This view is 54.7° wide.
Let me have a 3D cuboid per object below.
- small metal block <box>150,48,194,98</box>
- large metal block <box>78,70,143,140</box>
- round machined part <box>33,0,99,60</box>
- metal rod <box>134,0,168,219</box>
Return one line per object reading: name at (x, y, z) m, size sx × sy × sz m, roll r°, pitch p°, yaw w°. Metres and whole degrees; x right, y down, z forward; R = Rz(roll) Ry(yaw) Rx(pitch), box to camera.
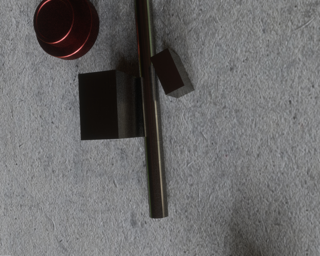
small metal block at (0.017, -0.067, 0.389) m, size 0.025 × 0.050 × 0.050 m, roll -25°, pitch 82°, yaw 18°
large metal block at (-0.059, -0.026, 0.399) m, size 0.050 × 0.080 × 0.079 m, roll -3°, pitch 89°, yaw 20°
round machined part at (-0.142, -0.151, 0.448) m, size 0.098 × 0.042 × 0.097 m, roll 0°, pitch 90°, yaw 19°
metal rod at (-0.013, -0.033, 0.412) m, size 0.025 × 0.025 × 0.298 m, roll -5°, pitch 88°, yaw 19°
